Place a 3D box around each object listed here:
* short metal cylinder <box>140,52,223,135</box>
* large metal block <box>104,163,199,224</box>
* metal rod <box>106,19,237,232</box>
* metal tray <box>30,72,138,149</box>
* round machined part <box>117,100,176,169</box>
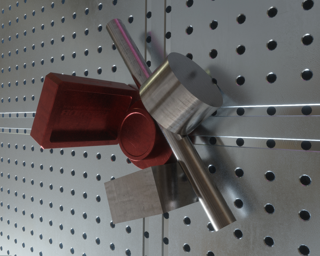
[{"bbox_3d":[0.024,-0.039,0.350,0.050,0.081,0.080,-44,64,31],"label":"short metal cylinder"},{"bbox_3d":[-0.007,0.077,0.377,0.080,0.081,0.050,-24,75,37],"label":"large metal block"},{"bbox_3d":[0.003,-0.020,0.378,0.025,0.025,0.299,-42,65,31],"label":"metal rod"},{"bbox_3d":[-0.098,-0.020,0.420,0.030,0.131,0.089,34,111,34],"label":"metal tray"},{"bbox_3d":[-0.018,0.008,0.411,0.098,0.042,0.097,0,90,39],"label":"round machined part"}]
